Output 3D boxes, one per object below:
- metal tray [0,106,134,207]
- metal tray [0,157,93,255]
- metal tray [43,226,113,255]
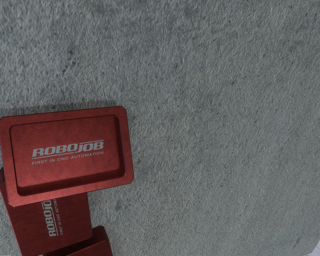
[{"bbox_3d":[-0.099,0.026,0.339,0.131,0.030,0.089,-8,93,-25],"label":"metal tray"},{"bbox_3d":[-0.138,0.099,0.389,0.091,0.030,0.129,-13,124,-22],"label":"metal tray"},{"bbox_3d":[-0.116,0.218,0.475,0.091,0.030,0.129,-17,125,-19],"label":"metal tray"}]
